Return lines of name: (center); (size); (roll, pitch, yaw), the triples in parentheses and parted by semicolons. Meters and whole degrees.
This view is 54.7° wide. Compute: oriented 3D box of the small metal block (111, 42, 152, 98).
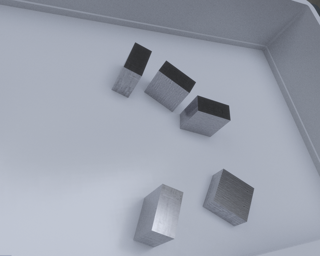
small metal block: (-0.038, -0.077, 0.416); (0.025, 0.050, 0.050); (26, 53, -12)

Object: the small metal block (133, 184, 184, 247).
small metal block: (-0.002, 0.094, 0.331); (0.025, 0.050, 0.050); (25, 53, -13)

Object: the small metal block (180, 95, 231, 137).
small metal block: (0.062, -0.015, 0.432); (0.050, 0.050, 0.025); (15, 56, -20)

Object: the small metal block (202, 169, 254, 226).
small metal block: (0.089, 0.089, 0.399); (0.050, 0.025, 0.050); (33, 51, -7)

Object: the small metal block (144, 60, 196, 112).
small metal block: (0.013, -0.057, 0.431); (0.050, 0.050, 0.025); (35, 51, -5)
